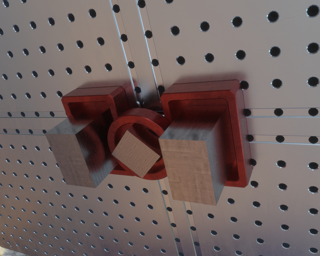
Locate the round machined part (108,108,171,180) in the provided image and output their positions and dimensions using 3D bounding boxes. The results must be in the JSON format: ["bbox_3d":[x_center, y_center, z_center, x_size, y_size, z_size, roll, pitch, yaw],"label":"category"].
[{"bbox_3d":[-0.016,0.017,0.408,0.098,0.042,0.097,13,124,21],"label":"round machined part"}]

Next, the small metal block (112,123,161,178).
[{"bbox_3d":[-0.025,0.027,0.389,0.050,0.025,0.050,38,129,2],"label":"small metal block"}]

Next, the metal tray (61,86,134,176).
[{"bbox_3d":[-0.081,0.007,0.454,0.090,0.030,0.129,1,119,28],"label":"metal tray"}]

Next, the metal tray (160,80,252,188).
[{"bbox_3d":[0.059,0.010,0.382,0.090,0.030,0.129,0,118,28],"label":"metal tray"}]

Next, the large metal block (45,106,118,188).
[{"bbox_3d":[-0.097,0.023,0.424,0.050,0.080,0.080,1,119,28],"label":"large metal block"}]

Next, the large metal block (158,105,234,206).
[{"bbox_3d":[0.046,0.027,0.351,0.050,0.080,0.080,2,119,28],"label":"large metal block"}]
